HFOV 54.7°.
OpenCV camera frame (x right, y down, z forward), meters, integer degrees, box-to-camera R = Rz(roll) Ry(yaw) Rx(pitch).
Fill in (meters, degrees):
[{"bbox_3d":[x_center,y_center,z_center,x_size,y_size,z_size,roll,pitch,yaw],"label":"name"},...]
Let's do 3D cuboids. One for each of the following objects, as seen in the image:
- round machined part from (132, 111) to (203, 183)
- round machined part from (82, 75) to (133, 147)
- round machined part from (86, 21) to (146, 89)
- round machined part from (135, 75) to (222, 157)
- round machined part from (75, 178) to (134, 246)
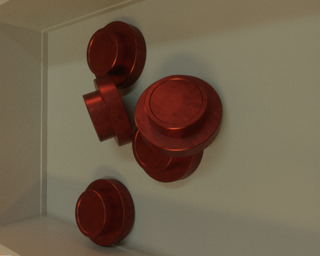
[{"bbox_3d":[0.003,0.021,0.394,0.098,0.042,0.097,0,90,40],"label":"round machined part"},{"bbox_3d":[-0.074,-0.019,0.422,0.098,0.042,0.098,159,89,-78],"label":"round machined part"},{"bbox_3d":[-0.070,-0.108,0.454,0.098,0.042,0.097,0,90,40],"label":"round machined part"},{"bbox_3d":[0.020,-0.020,0.346,0.098,0.042,0.098,-4,63,7],"label":"round machined part"},{"bbox_3d":[-0.089,0.126,0.463,0.098,0.042,0.097,-6,81,38],"label":"round machined part"}]
